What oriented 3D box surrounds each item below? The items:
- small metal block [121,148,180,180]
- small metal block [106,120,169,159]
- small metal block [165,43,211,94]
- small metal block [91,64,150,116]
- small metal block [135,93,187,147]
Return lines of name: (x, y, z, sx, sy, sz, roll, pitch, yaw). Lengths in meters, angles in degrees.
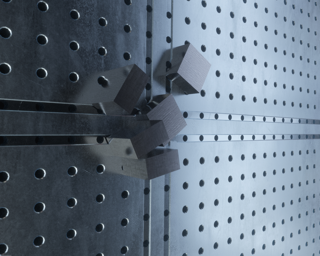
small metal block: (-0.012, 0.042, 0.382, 0.050, 0.050, 0.025, -13, 98, -39)
small metal block: (-0.027, 0.012, 0.370, 0.050, 0.050, 0.025, -31, 110, -35)
small metal block: (0.041, -0.083, 0.442, 0.050, 0.025, 0.050, 36, 68, -34)
small metal block: (-0.046, -0.042, 0.354, 0.025, 0.050, 0.050, 40, 66, -33)
small metal block: (0.002, -0.011, 0.410, 0.050, 0.025, 0.050, -42, 116, -32)
